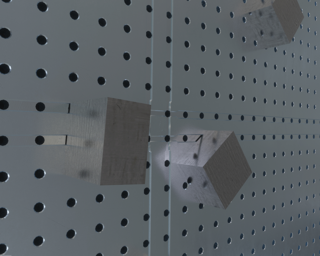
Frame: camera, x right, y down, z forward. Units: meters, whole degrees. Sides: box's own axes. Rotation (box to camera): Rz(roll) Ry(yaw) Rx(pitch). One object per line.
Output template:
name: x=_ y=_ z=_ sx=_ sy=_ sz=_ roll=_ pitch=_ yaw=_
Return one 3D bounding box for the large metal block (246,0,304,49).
large metal block: x=0.213 y=-0.207 z=0.569 sx=0.080 sy=0.050 sz=0.080 roll=50 pitch=61 yaw=-29

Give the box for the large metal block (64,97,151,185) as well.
large metal block: x=-0.057 y=0.014 z=0.325 sx=0.050 sy=0.080 sz=0.080 roll=7 pitch=86 yaw=-40

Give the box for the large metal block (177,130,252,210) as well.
large metal block: x=0.083 y=0.060 z=0.461 sx=0.080 sy=0.050 sz=0.080 roll=-44 pitch=116 yaw=-31
